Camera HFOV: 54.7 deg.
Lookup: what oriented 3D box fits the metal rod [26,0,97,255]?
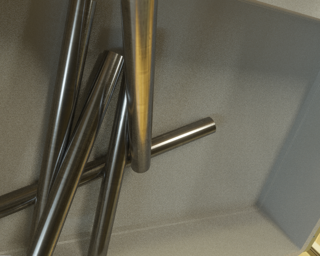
[{"bbox_3d":[-0.111,0.015,0.336,0.025,0.025,0.298,5,109,-31],"label":"metal rod"}]

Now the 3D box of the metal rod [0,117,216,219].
[{"bbox_3d":[-0.061,0.046,0.404,0.302,0.025,0.025,-20,127,-17],"label":"metal rod"}]

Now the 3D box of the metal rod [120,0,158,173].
[{"bbox_3d":[-0.018,-0.039,0.272,0.025,0.025,0.298,-21,149,-17],"label":"metal rod"}]

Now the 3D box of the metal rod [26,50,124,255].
[{"bbox_3d":[-0.100,0.061,0.330,0.025,0.025,0.299,22,87,-37],"label":"metal rod"}]

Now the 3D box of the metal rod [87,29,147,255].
[{"bbox_3d":[-0.052,0.035,0.374,0.025,0.025,0.298,4,108,-31],"label":"metal rod"}]
